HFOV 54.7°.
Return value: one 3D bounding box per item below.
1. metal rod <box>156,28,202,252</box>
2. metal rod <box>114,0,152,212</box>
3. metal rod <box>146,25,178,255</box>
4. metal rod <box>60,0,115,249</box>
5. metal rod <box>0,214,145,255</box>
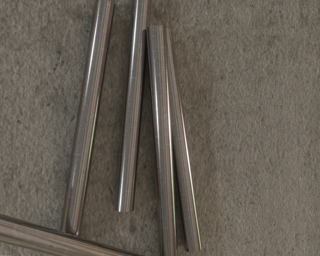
[{"bbox_3d":[0.025,0.018,0.419,0.025,0.025,0.298,-9,93,-20],"label":"metal rod"},{"bbox_3d":[-0.033,-0.045,0.397,0.025,0.025,0.298,5,88,-20],"label":"metal rod"},{"bbox_3d":[0.004,0.023,0.400,0.025,0.025,0.298,-5,96,-20],"label":"metal rod"},{"bbox_3d":[-0.089,-0.006,0.376,0.025,0.025,0.298,9,87,-20],"label":"metal rod"},{"bbox_3d":[-0.079,0.143,0.356,0.301,0.025,0.025,28,81,-27],"label":"metal rod"}]
